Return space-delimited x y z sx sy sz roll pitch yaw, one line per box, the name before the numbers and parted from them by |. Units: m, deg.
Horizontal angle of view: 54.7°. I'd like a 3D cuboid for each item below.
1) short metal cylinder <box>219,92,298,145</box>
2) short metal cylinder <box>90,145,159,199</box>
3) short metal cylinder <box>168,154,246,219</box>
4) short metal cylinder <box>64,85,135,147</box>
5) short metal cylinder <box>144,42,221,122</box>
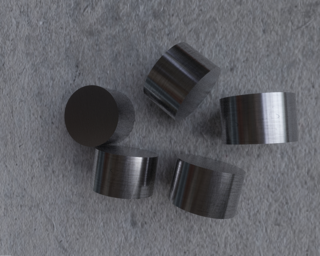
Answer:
short metal cylinder | 0.108 -0.009 0.342 0.080 0.080 0.050 -3 89 19
short metal cylinder | -0.045 0.054 0.395 0.080 0.080 0.050 9 94 19
short metal cylinder | 0.054 0.065 0.360 0.080 0.080 0.050 14 95 19
short metal cylinder | -0.081 -0.016 0.423 0.080 0.050 0.079 0 90 19
short metal cylinder | 0.027 -0.054 0.370 0.050 0.080 0.080 41 103 15
